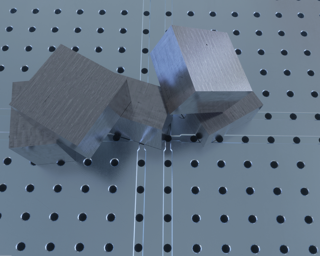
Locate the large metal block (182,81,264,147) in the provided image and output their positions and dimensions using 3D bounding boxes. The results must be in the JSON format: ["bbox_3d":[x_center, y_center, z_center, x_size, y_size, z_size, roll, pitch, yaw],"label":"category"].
[{"bbox_3d":[0.073,-0.034,0.412,0.080,0.050,0.080,-29,73,-10],"label":"large metal block"}]

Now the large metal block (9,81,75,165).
[{"bbox_3d":[-0.141,-0.005,0.382,0.050,0.080,0.080,-6,70,-2],"label":"large metal block"}]

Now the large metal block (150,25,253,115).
[{"bbox_3d":[0.045,-0.063,0.349,0.081,0.050,0.080,-4,67,-33],"label":"large metal block"}]

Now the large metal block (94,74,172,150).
[{"bbox_3d":[-0.028,-0.019,0.388,0.080,0.080,0.050,18,71,6],"label":"large metal block"}]

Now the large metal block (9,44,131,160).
[{"bbox_3d":[-0.088,-0.026,0.321,0.080,0.050,0.080,29,72,10],"label":"large metal block"}]
